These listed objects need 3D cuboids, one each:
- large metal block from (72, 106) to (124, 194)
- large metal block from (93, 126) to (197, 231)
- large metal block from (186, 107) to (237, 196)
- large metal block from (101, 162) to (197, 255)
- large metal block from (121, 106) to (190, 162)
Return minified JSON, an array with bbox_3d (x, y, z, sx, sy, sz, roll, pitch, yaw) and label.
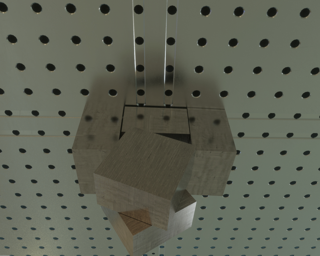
[{"bbox_3d":[-0.074,0.028,0.399,0.050,0.080,0.079,1,130,-2],"label":"large metal block"},{"bbox_3d":[-0.014,0.051,0.335,0.080,0.080,0.050,17,131,15],"label":"large metal block"},{"bbox_3d":[0.058,0.030,0.402,0.050,0.080,0.079,3,130,-3],"label":"large metal block"},{"bbox_3d":[-0.016,0.091,0.365,0.081,0.080,0.050,-21,136,-27],"label":"large metal block"},{"bbox_3d":[-0.007,0.020,0.409,0.081,0.050,0.079,2,130,-2],"label":"large metal block"}]
